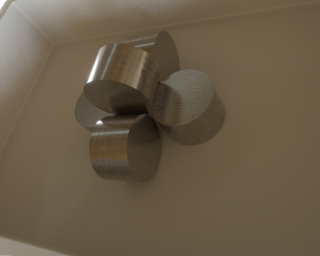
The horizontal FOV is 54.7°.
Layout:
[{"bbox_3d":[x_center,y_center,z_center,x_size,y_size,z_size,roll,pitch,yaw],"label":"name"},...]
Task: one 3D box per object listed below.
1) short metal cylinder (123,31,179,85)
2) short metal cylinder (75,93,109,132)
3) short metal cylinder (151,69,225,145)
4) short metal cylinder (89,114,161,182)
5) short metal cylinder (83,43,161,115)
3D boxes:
[{"bbox_3d":[-0.012,-0.090,0.429,0.050,0.080,0.080,-1,61,27],"label":"short metal cylinder"},{"bbox_3d":[-0.072,-0.024,0.440,0.080,0.050,0.080,-13,56,21],"label":"short metal cylinder"},{"bbox_3d":[0.034,-0.025,0.384,0.080,0.050,0.080,-13,56,21],"label":"short metal cylinder"},{"bbox_3d":[-0.039,0.024,0.374,0.050,0.080,0.080,-1,61,27],"label":"short metal cylinder"},{"bbox_3d":[-0.044,-0.054,0.367,0.080,0.080,0.050,-1,61,28],"label":"short metal cylinder"}]
